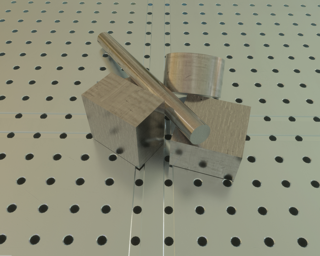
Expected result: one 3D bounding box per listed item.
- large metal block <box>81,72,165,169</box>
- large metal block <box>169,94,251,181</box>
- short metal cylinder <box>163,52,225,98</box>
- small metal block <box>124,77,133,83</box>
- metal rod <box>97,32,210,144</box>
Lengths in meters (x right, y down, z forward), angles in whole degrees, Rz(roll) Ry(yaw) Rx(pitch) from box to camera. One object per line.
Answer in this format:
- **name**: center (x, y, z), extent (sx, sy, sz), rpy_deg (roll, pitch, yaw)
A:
- **large metal block**: center (-0.042, -0.009, 0.378), extent (0.080, 0.080, 0.050), rpy_deg (30, 56, 22)
- **large metal block**: center (0.062, 0.010, 0.383), extent (0.080, 0.050, 0.080), rpy_deg (14, 51, 11)
- **short metal cylinder**: center (0.045, -0.070, 0.422), extent (0.080, 0.080, 0.050), rpy_deg (7, 94, 5)
- **small metal block**: center (-0.040, -0.047, 0.447), extent (0.050, 0.025, 0.050), rpy_deg (-19, 53, -16)
- **metal rod**: center (-0.027, -0.073, 0.430), extent (0.025, 0.025, 0.300), rpy_deg (-22, 42, -18)
